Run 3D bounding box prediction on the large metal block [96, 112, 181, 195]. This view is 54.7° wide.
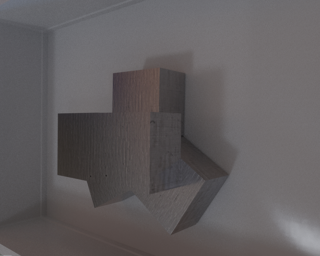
[{"bbox_3d":[-0.024,0.023,0.342,0.080,0.050,0.080,1,91,40],"label":"large metal block"}]

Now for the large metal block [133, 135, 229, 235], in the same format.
[{"bbox_3d":[0.020,0.064,0.371,0.080,0.050,0.080,42,115,32],"label":"large metal block"}]

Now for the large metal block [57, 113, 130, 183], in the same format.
[{"bbox_3d":[-0.085,0.022,0.394,0.080,0.050,0.080,1,91,40],"label":"large metal block"}]

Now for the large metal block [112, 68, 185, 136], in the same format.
[{"bbox_3d":[-0.016,-0.031,0.402,0.080,0.050,0.079,2,91,40],"label":"large metal block"}]

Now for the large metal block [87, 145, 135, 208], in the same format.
[{"bbox_3d":[-0.061,0.058,0.439,0.080,0.050,0.080,-32,70,35],"label":"large metal block"}]
